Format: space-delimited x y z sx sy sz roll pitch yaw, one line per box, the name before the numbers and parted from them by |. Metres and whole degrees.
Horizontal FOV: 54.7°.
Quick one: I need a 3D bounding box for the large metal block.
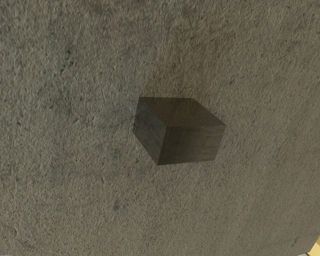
large metal block | 0.021 0.000 0.386 0.081 0.080 0.050 -1 119 -28
